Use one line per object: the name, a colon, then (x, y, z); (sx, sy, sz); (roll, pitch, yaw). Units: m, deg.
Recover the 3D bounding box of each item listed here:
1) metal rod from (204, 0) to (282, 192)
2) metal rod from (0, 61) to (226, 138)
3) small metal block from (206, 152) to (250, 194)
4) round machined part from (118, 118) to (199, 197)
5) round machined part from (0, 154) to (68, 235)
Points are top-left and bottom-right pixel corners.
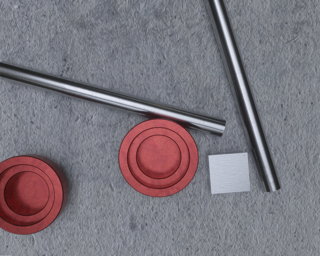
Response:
metal rod: (0.105, -0.062, 0.410); (0.025, 0.025, 0.298); (-17, 90, 0)
metal rod: (-0.063, -0.038, 0.409); (0.302, 0.025, 0.025); (15, 90, 0)
small metal block: (0.089, 0.058, 0.411); (0.050, 0.025, 0.050); (-4, 90, 0)
round machined part: (-0.001, 0.036, 0.400); (0.099, 0.042, 0.097); (0, 93, 1)
round machined part: (-0.168, 0.082, 0.400); (0.099, 0.042, 0.097); (0, 90, 0)
